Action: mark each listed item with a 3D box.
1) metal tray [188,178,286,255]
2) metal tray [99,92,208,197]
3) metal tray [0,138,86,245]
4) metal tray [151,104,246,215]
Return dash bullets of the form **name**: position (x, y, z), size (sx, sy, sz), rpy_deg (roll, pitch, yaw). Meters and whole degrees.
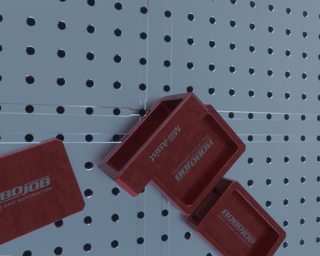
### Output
- **metal tray**: position (0.115, 0.148, 0.454), size (0.130, 0.030, 0.090), rpy_deg (46, 76, -15)
- **metal tray**: position (-0.010, 0.015, 0.374), size (0.030, 0.090, 0.130), rpy_deg (46, 76, -17)
- **metal tray**: position (-0.163, 0.074, 0.350), size (0.131, 0.030, 0.089), rpy_deg (-20, 97, -19)
- **metal tray**: position (0.047, 0.041, 0.428), size (0.130, 0.030, 0.090), rpy_deg (-46, 105, -14)
